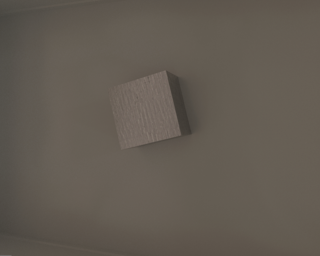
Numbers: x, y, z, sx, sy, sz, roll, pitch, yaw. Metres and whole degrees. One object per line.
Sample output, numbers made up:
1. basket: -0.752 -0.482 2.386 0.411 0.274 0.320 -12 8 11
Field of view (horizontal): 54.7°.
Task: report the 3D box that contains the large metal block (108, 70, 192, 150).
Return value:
1. large metal block: -0.012 -0.021 0.401 0.080 0.050 0.080 -15 85 19
